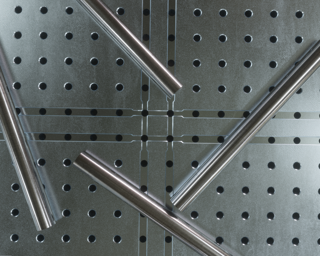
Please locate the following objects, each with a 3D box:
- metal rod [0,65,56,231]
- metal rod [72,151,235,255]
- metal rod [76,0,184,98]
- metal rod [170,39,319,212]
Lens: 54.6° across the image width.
[{"bbox_3d":[-0.200,-0.010,0.412,0.025,0.025,0.299,-20,90,0],"label":"metal rod"},{"bbox_3d":[0.015,0.126,0.413,0.301,0.025,0.025,35,90,0],"label":"metal rod"},{"bbox_3d":[-0.081,-0.156,0.412,0.025,0.025,0.300,-44,90,0],"label":"metal rod"},{"bbox_3d":[0.125,-0.006,0.414,0.025,0.025,0.300,43,90,0],"label":"metal rod"}]
